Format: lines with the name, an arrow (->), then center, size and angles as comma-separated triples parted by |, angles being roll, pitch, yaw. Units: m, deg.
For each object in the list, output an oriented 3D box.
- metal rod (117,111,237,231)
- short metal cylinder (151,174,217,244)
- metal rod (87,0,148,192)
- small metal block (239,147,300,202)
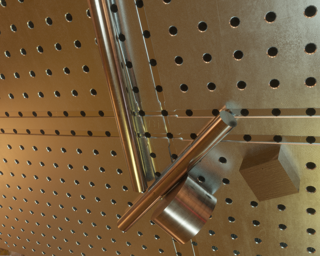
metal rod -> 0.008, 0.080, 0.455 | 0.025, 0.025, 0.298 | 39, 129, 1
short metal cylinder -> 0.032, 0.110, 0.426 | 0.050, 0.080, 0.080 | 40, 129, 1
metal rod -> -0.053, -0.038, 0.413 | 0.025, 0.025, 0.298 | 5, 121, 25
small metal block -> 0.133, 0.057, 0.376 | 0.050, 0.025, 0.050 | -26, 105, 36
